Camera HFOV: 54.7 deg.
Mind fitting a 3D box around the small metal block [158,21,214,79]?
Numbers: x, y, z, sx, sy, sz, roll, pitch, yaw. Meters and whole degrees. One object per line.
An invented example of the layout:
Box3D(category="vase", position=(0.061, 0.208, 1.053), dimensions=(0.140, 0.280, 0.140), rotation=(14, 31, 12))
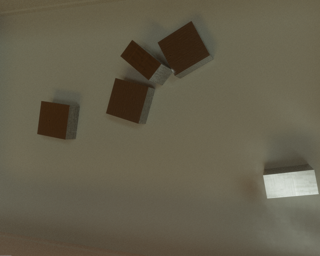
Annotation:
Box3D(category="small metal block", position=(0.033, -0.099, 0.398), dimensions=(0.050, 0.025, 0.050), rotation=(-29, 81, 17))

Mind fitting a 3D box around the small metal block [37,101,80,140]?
Box3D(category="small metal block", position=(-0.151, -0.012, 0.462), dimensions=(0.050, 0.025, 0.050), rotation=(9, 93, 19))

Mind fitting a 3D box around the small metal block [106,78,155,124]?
Box3D(category="small metal block", position=(-0.040, -0.037, 0.424), dimensions=(0.050, 0.025, 0.050), rotation=(18, 96, 18))

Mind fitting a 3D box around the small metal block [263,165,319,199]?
Box3D(category="small metal block", position=(0.144, 0.059, 0.346), dimensions=(0.050, 0.050, 0.025), rotation=(-10, 87, 19))

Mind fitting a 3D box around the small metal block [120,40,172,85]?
Box3D(category="small metal block", position=(-0.015, -0.083, 0.402), dimensions=(0.050, 0.050, 0.025), rotation=(42, 103, 15))
